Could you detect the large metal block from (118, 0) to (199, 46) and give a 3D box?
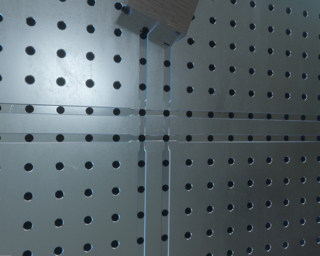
[{"bbox_3d":[0.002,-0.166,0.401,0.080,0.050,0.080,22,83,-19],"label":"large metal block"}]
